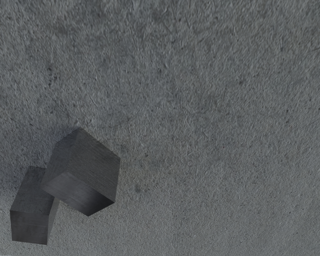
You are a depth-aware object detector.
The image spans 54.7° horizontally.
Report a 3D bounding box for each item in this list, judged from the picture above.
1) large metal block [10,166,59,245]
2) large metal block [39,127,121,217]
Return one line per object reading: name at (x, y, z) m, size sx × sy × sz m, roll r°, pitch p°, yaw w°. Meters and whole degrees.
large metal block at (-0.185, 0.117, 0.469) m, size 0.050 × 0.080 × 0.079 m, roll 12°, pitch 129°, yaw -10°
large metal block at (-0.103, 0.059, 0.420) m, size 0.050 × 0.080 × 0.080 m, roll -32°, pitch 124°, yaw 24°
